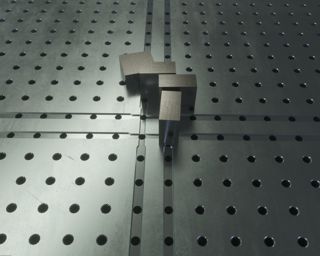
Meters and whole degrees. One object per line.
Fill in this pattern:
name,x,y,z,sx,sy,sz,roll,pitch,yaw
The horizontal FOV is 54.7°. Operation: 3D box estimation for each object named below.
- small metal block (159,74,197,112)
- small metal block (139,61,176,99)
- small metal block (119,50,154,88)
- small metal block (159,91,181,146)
small metal block,0.024,-0.048,0.432,0.050,0.050,0.025,0,50,-1
small metal block,-0.003,-0.068,0.449,0.050,0.050,0.025,-1,50,-1
small metal block,-0.034,-0.093,0.485,0.050,0.025,0.050,-12,51,-10
small metal block,0.013,-0.013,0.402,0.025,0.050,0.050,4,50,3
